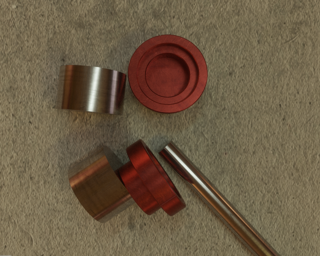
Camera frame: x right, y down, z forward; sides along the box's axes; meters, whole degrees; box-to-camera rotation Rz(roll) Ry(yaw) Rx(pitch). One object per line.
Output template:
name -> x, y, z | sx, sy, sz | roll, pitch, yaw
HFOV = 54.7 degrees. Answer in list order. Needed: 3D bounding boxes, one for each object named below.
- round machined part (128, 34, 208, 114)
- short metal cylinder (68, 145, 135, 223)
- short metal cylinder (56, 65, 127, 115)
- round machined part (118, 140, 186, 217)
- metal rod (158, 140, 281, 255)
round machined part -> 0.010, -0.067, 0.402 | 0.099, 0.042, 0.097 | 0, 90, -1
short metal cylinder -> -0.067, 0.068, 0.382 | 0.050, 0.080, 0.080 | -34, 90, 0
short metal cylinder -> -0.084, -0.044, 0.381 | 0.081, 0.080, 0.050 | 5, 90, -1
round machined part -> -0.014, 0.065, 0.373 | 0.042, 0.098, 0.098 | -34, 90, -1
metal rod -> 0.109, 0.134, 0.411 | 0.025, 0.025, 0.300 | -43, 91, 0
